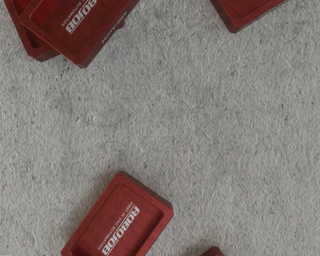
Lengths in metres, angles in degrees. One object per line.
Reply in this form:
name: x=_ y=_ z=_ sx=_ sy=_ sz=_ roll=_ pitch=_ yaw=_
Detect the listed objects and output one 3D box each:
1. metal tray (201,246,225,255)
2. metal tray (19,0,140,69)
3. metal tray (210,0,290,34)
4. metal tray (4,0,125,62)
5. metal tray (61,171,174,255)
metal tray: x=0.079 y=0.237 z=0.408 sx=0.090 sy=0.030 sz=0.130 roll=-37 pitch=90 yaw=0
metal tray: x=-0.091 y=-0.150 z=0.375 sx=0.090 sy=0.030 sz=0.130 roll=38 pitch=90 yaw=0
metal tray: x=0.130 y=-0.198 z=0.408 sx=0.130 sy=0.030 sz=0.090 roll=-32 pitch=90 yaw=0
metal tray: x=-0.123 y=-0.154 z=0.406 sx=0.131 sy=0.030 sz=0.090 roll=-24 pitch=90 yaw=0
metal tray: x=-0.054 y=0.134 z=0.406 sx=0.090 sy=0.030 sz=0.130 roll=35 pitch=90 yaw=0
